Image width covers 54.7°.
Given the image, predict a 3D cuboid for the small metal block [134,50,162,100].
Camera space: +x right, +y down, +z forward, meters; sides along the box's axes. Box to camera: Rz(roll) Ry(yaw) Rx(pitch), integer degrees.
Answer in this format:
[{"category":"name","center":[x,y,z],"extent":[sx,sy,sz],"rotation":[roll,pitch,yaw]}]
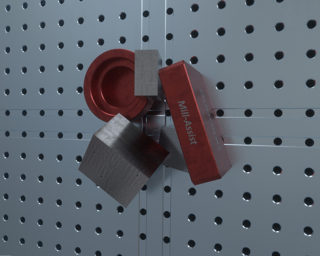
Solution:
[{"category":"small metal block","center":[-0.012,-0.059,0.359],"extent":[0.025,0.050,0.050],"rotation":[0,89,6]}]

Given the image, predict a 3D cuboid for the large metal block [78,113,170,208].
[{"category":"large metal block","center":[-0.047,0.042,0.391],"extent":[0.080,0.050,0.080],"rotation":[38,134,4]}]

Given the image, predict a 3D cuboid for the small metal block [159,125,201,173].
[{"category":"small metal block","center":[0.026,0.026,0.397],"extent":[0.050,0.025,0.050],"rotation":[14,99,30]}]

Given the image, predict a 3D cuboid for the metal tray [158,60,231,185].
[{"category":"metal tray","center":[0.044,-0.006,0.362],"extent":[0.030,0.090,0.129],"rotation":[-19,84,19]}]

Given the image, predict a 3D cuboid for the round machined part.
[{"category":"round machined part","center":[-0.050,-0.054,0.420],"extent":[0.098,0.042,0.097],"rotation":[0,90,19]}]
